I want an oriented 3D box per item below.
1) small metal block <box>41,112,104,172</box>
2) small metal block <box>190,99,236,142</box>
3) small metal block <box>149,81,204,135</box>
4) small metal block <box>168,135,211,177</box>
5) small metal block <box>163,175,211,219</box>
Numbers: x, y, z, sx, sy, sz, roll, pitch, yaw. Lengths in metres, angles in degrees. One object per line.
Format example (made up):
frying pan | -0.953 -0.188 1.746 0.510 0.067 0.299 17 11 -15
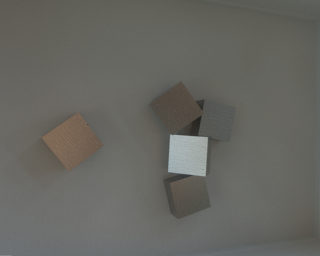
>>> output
small metal block | -0.105 0.016 0.372 0.050 0.025 0.050 -38 102 -16
small metal block | 0.075 -0.010 0.438 0.050 0.025 0.050 12 86 -20
small metal block | 0.022 -0.027 0.407 0.050 0.025 0.050 -35 98 8
small metal block | 0.040 0.035 0.410 0.050 0.025 0.050 4 91 20
small metal block | 0.037 0.090 0.424 0.050 0.025 0.050 -15 95 -19
